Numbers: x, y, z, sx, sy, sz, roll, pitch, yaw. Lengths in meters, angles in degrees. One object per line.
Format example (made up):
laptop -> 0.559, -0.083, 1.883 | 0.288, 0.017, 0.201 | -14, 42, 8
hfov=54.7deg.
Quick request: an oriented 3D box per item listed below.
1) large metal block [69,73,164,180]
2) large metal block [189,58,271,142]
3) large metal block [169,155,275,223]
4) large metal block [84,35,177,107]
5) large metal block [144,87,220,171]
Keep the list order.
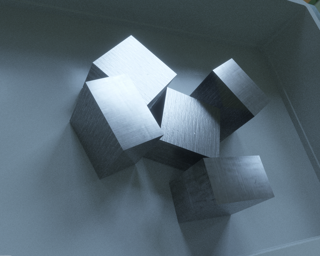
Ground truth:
large metal block -> -0.052, -0.001, 0.342 | 0.050, 0.080, 0.080 | -21, 73, -36
large metal block -> 0.093, -0.037, 0.443 | 0.080, 0.080, 0.050 | 49, 51, 6
large metal block -> 0.069, 0.072, 0.364 | 0.081, 0.080, 0.050 | 1, 62, -28
large metal block -> -0.038, -0.062, 0.406 | 0.080, 0.050, 0.080 | 41, 51, -1
large metal block -> 0.030, 0.005, 0.402 | 0.080, 0.050, 0.080 | 21, 54, -17
